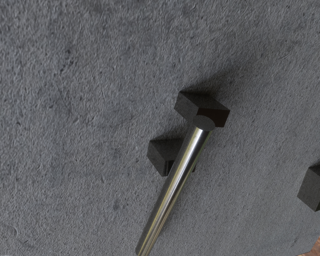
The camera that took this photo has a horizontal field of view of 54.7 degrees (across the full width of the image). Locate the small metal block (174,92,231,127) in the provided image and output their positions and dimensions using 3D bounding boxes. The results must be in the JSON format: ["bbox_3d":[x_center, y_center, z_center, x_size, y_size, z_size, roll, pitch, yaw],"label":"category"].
[{"bbox_3d":[0.054,-0.024,0.407,0.050,0.050,0.025,2,117,-30],"label":"small metal block"}]

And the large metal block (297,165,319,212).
[{"bbox_3d":[0.354,0.124,0.665,0.081,0.050,0.079,-9,123,-24],"label":"large metal block"}]

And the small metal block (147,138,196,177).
[{"bbox_3d":[0.016,0.039,0.425,0.050,0.050,0.025,-3,120,-27],"label":"small metal block"}]

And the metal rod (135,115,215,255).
[{"bbox_3d":[0.009,0.101,0.425,0.025,0.025,0.298,-5,137,-26],"label":"metal rod"}]
